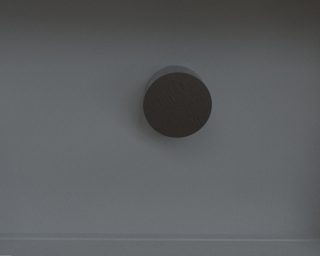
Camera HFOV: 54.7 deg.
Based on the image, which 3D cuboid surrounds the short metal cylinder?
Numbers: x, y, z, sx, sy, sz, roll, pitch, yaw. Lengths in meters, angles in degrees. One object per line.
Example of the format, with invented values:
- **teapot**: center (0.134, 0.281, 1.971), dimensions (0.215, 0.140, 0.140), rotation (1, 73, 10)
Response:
- **short metal cylinder**: center (0.020, -0.034, 0.386), dimensions (0.081, 0.050, 0.079), rotation (0, 110, -1)
